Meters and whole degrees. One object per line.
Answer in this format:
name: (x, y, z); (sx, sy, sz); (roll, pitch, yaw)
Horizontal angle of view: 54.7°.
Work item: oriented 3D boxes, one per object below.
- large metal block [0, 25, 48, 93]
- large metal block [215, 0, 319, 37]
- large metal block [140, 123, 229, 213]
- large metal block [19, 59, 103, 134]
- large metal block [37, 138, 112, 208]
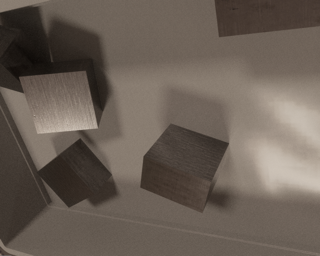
large metal block: (-0.210, -0.093, 0.420); (0.080, 0.050, 0.080); (16, 158, 19)
large metal block: (0.095, -0.113, 0.253); (0.080, 0.080, 0.050); (2, 119, 27)
large metal block: (0.032, 0.046, 0.384); (0.080, 0.080, 0.050); (19, 126, 16)
large metal block: (-0.126, -0.043, 0.411); (0.081, 0.050, 0.079); (-5, 119, 1)
large metal block: (-0.141, 0.075, 0.511); (0.080, 0.050, 0.080); (-32, 101, 38)
